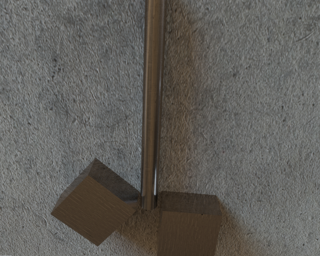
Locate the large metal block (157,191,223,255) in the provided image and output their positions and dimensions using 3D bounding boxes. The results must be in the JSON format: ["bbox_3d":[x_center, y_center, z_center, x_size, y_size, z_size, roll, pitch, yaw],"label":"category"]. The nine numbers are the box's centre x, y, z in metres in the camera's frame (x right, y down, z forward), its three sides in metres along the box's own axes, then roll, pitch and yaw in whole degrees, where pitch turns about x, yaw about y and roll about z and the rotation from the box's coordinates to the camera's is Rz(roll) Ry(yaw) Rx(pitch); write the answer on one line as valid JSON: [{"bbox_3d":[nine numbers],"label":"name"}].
[{"bbox_3d":[0.039,0.142,0.450,0.081,0.050,0.079,5,110,-3],"label":"large metal block"}]

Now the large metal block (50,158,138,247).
[{"bbox_3d":[-0.089,0.103,0.433,0.080,0.050,0.080,41,105,-14],"label":"large metal block"}]

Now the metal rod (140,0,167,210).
[{"bbox_3d":[-0.010,-0.028,0.399,0.025,0.025,0.298,2,110,-1],"label":"metal rod"}]
